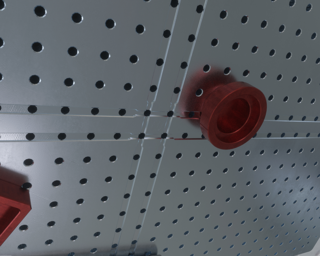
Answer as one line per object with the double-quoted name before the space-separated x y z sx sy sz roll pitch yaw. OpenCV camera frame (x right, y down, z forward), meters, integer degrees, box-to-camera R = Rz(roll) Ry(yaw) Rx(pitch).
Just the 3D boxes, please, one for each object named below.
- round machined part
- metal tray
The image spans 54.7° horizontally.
"round machined part" 0.099 -0.021 0.441 0.099 0.042 0.097 -14 124 -21
"metal tray" -0.225 0.114 0.355 0.130 0.030 0.090 -49 129 6
